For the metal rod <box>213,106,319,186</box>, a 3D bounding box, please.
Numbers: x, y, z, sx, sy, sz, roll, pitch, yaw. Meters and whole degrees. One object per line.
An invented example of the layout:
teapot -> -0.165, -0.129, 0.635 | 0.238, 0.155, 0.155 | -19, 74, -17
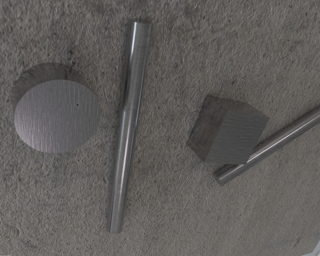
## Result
metal rod -> 0.223, 0.010, 0.534 | 0.301, 0.025, 0.025 | -31, 129, -9

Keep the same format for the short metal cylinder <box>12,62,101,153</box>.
short metal cylinder -> -0.107, -0.021, 0.319 | 0.081, 0.050, 0.079 | -14, 124, -21

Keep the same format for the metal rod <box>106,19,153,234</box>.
metal rod -> -0.044, 0.018, 0.394 | 0.025, 0.025, 0.298 | -4, 121, -26

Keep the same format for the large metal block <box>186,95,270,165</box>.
large metal block -> 0.097, 0.004, 0.446 | 0.081, 0.050, 0.079 | 7, 115, -32
